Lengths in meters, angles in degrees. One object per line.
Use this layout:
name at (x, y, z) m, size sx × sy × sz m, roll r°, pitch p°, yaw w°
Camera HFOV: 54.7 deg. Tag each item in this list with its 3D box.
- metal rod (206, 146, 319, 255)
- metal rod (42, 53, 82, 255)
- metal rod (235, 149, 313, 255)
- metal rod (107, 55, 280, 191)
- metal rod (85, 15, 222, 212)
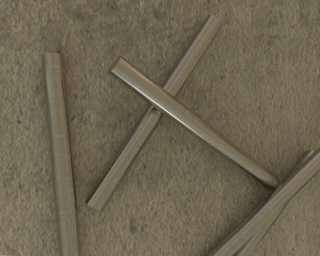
metal rod at (0.160, 0.116, 0.453) m, size 0.301 × 0.025 × 0.025 m, roll -40°, pitch 103°, yaw -9°
metal rod at (-0.114, 0.063, 0.367) m, size 0.025 × 0.025 × 0.298 m, roll -5°, pitch 92°, yaw -20°
metal rod at (0.150, 0.150, 0.466) m, size 0.025 × 0.025 × 0.301 m, roll 47°, pitch 75°, yaw -15°
metal rod at (0.060, 0.006, 0.413) m, size 0.301 × 0.025 × 0.025 m, roll 35°, pitch 79°, yaw -24°
metal rod at (-0.002, -0.027, 0.409) m, size 0.025 × 0.025 × 0.300 m, roll 36°, pitch 78°, yaw -17°
